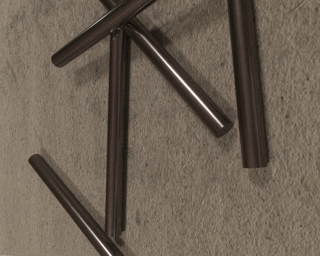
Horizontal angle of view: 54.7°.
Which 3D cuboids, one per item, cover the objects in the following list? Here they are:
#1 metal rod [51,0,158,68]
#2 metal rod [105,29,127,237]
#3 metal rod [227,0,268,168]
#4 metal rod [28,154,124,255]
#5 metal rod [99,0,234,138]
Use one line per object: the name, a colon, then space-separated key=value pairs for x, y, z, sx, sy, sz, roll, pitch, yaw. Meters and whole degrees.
metal rod: x=-0.061 y=-0.148 z=0.419 sx=0.299 sy=0.025 sz=0.025 roll=-18 pitch=79 yaw=40
metal rod: x=-0.065 y=0.008 z=0.455 sx=0.025 sy=0.025 sz=0.298 roll=3 pitch=92 yaw=39
metal rod: x=0.087 y=-0.108 z=0.331 sx=0.025 sy=0.025 sz=0.298 roll=-7 pitch=85 yaw=39
metal rod: x=-0.143 y=0.136 z=0.519 sx=0.300 sy=0.025 sz=0.025 roll=37 pitch=113 yaw=33
metal rod: x=-0.009 y=-0.104 z=0.410 sx=0.025 sy=0.025 sz=0.300 roll=-52 pitch=60 yaw=27
